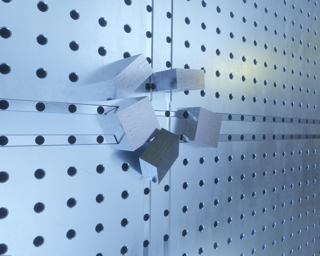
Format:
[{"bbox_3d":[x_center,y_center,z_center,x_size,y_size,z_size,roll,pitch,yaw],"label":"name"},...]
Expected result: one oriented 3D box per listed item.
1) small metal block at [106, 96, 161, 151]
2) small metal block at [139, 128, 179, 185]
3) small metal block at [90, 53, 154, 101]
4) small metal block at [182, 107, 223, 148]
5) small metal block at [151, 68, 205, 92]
[{"bbox_3d":[-0.031,-0.006,0.382,0.050,0.025,0.050,-33,111,-35],"label":"small metal block"},{"bbox_3d":[0.000,0.036,0.392,0.050,0.025,0.050,-52,159,-27],"label":"small metal block"},{"bbox_3d":[-0.044,-0.057,0.355,0.050,0.050,0.025,-48,119,-29],"label":"small metal block"},{"bbox_3d":[0.064,0.000,0.461,0.050,0.025,0.050,18,78,-38],"label":"small metal block"},{"bbox_3d":[0.023,-0.062,0.411,0.050,0.050,0.025,-6,94,-40],"label":"small metal block"}]
